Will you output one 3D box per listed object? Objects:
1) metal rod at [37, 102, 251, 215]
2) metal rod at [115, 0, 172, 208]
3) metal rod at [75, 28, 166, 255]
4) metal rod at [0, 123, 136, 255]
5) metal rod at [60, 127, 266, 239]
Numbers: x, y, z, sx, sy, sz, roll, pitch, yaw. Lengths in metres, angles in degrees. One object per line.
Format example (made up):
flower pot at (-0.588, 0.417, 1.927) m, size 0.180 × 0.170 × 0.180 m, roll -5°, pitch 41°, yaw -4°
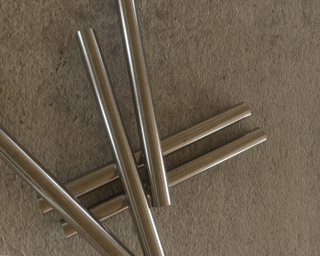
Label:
metal rod at (-0.006, 0.031, 0.406) m, size 0.302 × 0.025 × 0.025 m, roll -24°, pitch 98°, yaw -19°
metal rod at (-0.024, -0.054, 0.382) m, size 0.025 × 0.025 × 0.298 m, roll -9°, pitch 87°, yaw -20°
metal rod at (-0.045, 0.027, 0.368) m, size 0.025 × 0.025 × 0.299 m, roll -17°, pitch 87°, yaw -19°
metal rod at (-0.127, 0.060, 0.338) m, size 0.300 × 0.025 × 0.025 m, roll 46°, pitch 76°, yaw -5°
metal rod at (0.018, 0.065, 0.415) m, size 0.302 × 0.025 × 0.025 m, roll -23°, pitch 98°, yaw -19°
